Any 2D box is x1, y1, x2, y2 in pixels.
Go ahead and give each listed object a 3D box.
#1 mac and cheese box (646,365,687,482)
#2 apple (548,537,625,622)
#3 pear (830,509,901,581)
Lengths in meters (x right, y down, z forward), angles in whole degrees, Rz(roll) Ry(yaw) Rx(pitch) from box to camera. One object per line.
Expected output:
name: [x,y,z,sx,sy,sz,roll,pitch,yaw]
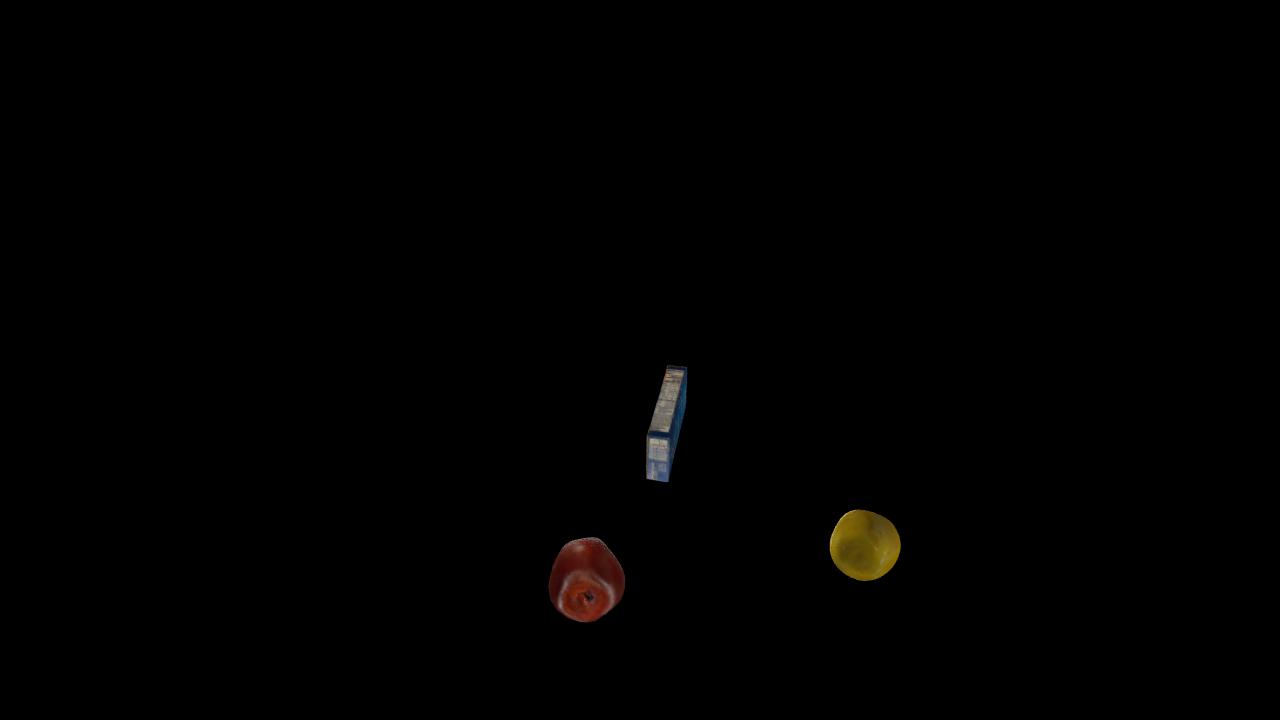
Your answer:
mac and cheese box: [0.045,0.099,0.998,0.041,0.093,0.184,5,35,10]
apple: [-0.055,0.226,0.640,0.079,0.079,0.093,0,11,-7]
pear: [0.268,0.206,0.723,0.080,0.080,0.111,0,15,29]
